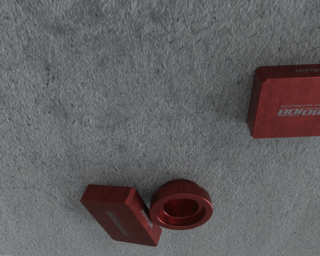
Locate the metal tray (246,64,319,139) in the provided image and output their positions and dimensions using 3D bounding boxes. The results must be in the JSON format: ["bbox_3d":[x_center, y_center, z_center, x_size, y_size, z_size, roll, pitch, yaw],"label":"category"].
[{"bbox_3d":[0.180,-0.032,0.380,0.131,0.030,0.089,-2,130,1],"label":"metal tray"}]

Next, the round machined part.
[{"bbox_3d":[0.033,0.120,0.499,0.099,0.042,0.097,-1,130,0],"label":"round machined part"}]

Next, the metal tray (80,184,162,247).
[{"bbox_3d":[-0.061,0.145,0.509,0.090,0.030,0.130,-2,133,26],"label":"metal tray"}]
